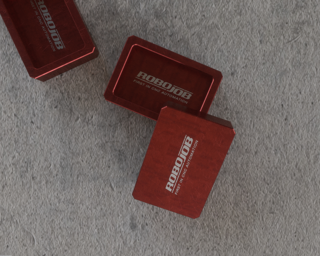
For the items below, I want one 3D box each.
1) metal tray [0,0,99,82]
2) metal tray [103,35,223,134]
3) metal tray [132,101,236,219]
[{"bbox_3d":[-0.149,-0.138,0.405,0.090,0.030,0.129,-25,90,0],"label":"metal tray"},{"bbox_3d":[0.004,-0.054,0.407,0.131,0.030,0.090,23,90,0],"label":"metal tray"},{"bbox_3d":[0.027,0.041,0.388,0.090,0.030,0.129,19,108,-1],"label":"metal tray"}]
